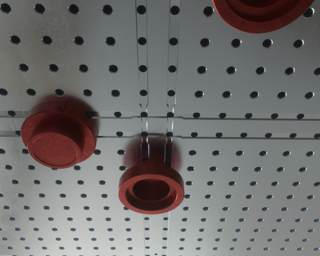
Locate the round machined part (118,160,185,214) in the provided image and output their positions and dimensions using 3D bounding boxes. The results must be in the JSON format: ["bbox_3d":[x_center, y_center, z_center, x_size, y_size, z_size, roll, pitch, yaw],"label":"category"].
[{"bbox_3d":[-0.013,0.086,0.474,0.099,0.042,0.097,0,130,0],"label":"round machined part"}]

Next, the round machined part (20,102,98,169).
[{"bbox_3d":[-0.135,0.017,0.413,0.099,0.042,0.097,0,130,0],"label":"round machined part"}]

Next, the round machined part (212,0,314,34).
[{"bbox_3d":[0.092,-0.141,0.281,0.099,0.042,0.097,0,130,0],"label":"round machined part"}]
